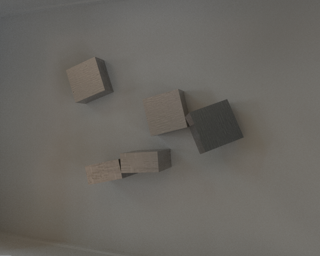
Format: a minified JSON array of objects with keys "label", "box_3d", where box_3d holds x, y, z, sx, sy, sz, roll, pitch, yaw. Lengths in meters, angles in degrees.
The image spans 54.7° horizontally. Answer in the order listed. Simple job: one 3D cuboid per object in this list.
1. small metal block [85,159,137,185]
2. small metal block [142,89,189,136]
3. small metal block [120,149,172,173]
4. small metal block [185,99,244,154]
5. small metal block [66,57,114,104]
[{"label":"small metal block","box_3d":[-0.064,0.056,0.420,0.050,0.050,0.025,-14,86,19]},{"label":"small metal block","box_3d":[0.010,-0.019,0.407,0.050,0.025,0.050,-15,85,19]},{"label":"small metal block","box_3d":[-0.017,0.042,0.403,0.050,0.050,0.025,-4,89,20]},{"label":"small metal block","box_3d":[0.065,-0.001,0.376,0.050,0.025,0.050,-20,82,-12]},{"label":"small metal block","box_3d":[-0.101,-0.068,0.446,0.050,0.025,0.050,-20,84,19]}]
